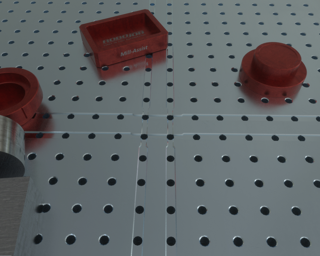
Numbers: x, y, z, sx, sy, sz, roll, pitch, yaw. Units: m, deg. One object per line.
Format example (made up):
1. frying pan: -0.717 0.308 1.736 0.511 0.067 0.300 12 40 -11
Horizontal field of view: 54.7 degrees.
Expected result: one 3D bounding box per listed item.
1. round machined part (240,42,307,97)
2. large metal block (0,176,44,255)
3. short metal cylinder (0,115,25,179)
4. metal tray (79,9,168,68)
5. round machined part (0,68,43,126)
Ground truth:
1. round machined part: 0.176 -0.096 0.478 0.099 0.042 0.098 0 50 0
2. large metal block: -0.169 0.098 0.308 0.081 0.050 0.080 -4 50 -3
3. short metal cylinder: -0.195 0.029 0.346 0.081 0.080 0.050 -12 51 -10
4. metal tray: -0.062 -0.158 0.536 0.131 0.030 0.090 -20 53 -16
5. round machined part: -0.211 -0.036 0.425 0.099 0.042 0.098 0 50 0
